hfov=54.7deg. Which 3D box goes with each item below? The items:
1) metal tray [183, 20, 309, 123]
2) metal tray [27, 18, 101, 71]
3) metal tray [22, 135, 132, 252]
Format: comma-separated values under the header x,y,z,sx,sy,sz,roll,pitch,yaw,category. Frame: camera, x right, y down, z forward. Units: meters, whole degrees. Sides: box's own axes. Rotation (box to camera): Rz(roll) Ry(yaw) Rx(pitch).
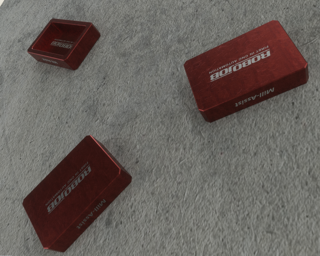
x,y,z,sx,sy,sz,roll,pitch,yaw,category
0.103,-0.072,0.390,0.130,0.030,0.090,-23,53,14,metal tray
-0.188,-0.165,0.600,0.130,0.030,0.090,19,71,35,metal tray
-0.111,0.083,0.408,0.130,0.030,0.090,-46,51,-4,metal tray
